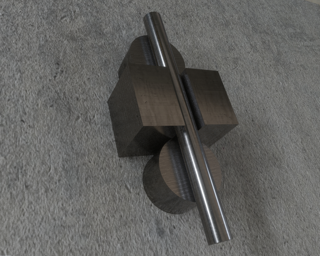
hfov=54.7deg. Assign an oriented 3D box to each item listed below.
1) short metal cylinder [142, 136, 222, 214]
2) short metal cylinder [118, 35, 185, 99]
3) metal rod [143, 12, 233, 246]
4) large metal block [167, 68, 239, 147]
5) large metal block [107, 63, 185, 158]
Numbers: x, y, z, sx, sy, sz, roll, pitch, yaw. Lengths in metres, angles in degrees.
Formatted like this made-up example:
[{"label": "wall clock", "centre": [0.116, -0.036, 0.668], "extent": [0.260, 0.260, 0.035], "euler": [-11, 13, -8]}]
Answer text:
[{"label": "short metal cylinder", "centre": [0.025, 0.057, 0.369], "extent": [0.081, 0.050, 0.080], "euler": [14, 56, -21]}, {"label": "short metal cylinder", "centre": [-0.012, -0.082, 0.432], "extent": [0.081, 0.050, 0.080], "euler": [14, 56, -21]}, {"label": "metal rod", "centre": [0.024, -0.019, 0.365], "extent": [0.025, 0.025, 0.299], "euler": [-1, 62, -29]}, {"label": "large metal block", "centre": [0.047, -0.021, 0.407], "extent": [0.050, 0.080, 0.080], "euler": [-1, 62, -29]}, {"label": "large metal block", "centre": [-0.021, -0.019, 0.370], "extent": [0.050, 0.080, 0.080], "euler": [-1, 62, -29]}]
